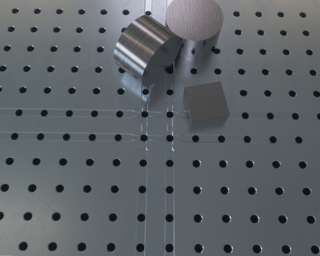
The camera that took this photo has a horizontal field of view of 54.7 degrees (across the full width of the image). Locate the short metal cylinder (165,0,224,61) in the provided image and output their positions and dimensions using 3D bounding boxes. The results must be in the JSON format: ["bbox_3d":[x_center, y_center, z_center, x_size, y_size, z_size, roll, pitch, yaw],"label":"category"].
[{"bbox_3d":[0.048,-0.146,0.452,0.081,0.050,0.080,0,70,0],"label":"short metal cylinder"}]

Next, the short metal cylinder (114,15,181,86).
[{"bbox_3d":[-0.016,-0.104,0.420,0.050,0.080,0.080,39,75,13],"label":"short metal cylinder"}]

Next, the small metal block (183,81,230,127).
[{"bbox_3d":[0.063,-0.033,0.424,0.050,0.025,0.050,-9,70,-4],"label":"small metal block"}]
